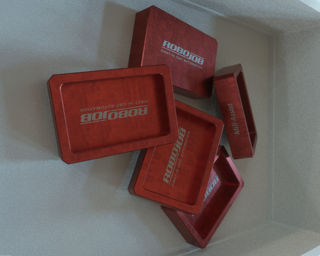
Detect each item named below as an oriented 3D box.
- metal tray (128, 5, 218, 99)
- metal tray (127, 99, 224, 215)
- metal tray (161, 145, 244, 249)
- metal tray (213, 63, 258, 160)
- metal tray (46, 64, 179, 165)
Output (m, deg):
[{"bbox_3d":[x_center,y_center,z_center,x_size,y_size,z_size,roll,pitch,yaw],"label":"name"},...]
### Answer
[{"bbox_3d":[0.022,-0.097,0.424,0.131,0.030,0.090,13,82,-40],"label":"metal tray"},{"bbox_3d":[0.023,0.036,0.400,0.091,0.030,0.130,23,73,-14],"label":"metal tray"},{"bbox_3d":[0.069,0.099,0.463,0.131,0.030,0.090,-48,119,-30],"label":"metal tray"},{"bbox_3d":[0.121,-0.028,0.482,0.090,0.030,0.129,-45,121,-61],"label":"metal tray"},{"bbox_3d":[-0.048,-0.018,0.340,0.131,0.030,0.089,-10,97,-23],"label":"metal tray"}]
